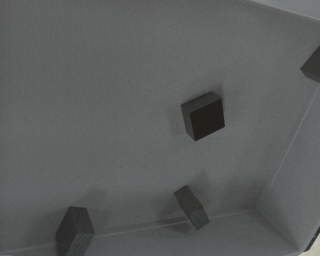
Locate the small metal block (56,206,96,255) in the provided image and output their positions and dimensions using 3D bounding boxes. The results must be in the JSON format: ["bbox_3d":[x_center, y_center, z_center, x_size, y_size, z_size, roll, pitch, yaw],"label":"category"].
[{"bbox_3d":[-0.116,0.143,0.419,0.025,0.050,0.050,18,109,-36],"label":"small metal block"}]

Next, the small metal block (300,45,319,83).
[{"bbox_3d":[0.256,-0.096,0.476,0.025,0.050,0.050,31,101,-38],"label":"small metal block"}]

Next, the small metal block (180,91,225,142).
[{"bbox_3d":[0.061,-0.016,0.434,0.050,0.025,0.050,-25,128,-13],"label":"small metal block"}]

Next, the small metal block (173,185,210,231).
[{"bbox_3d":[0.052,0.129,0.503,0.025,0.050,0.050,-32,129,-8],"label":"small metal block"}]
